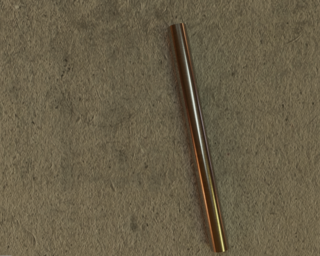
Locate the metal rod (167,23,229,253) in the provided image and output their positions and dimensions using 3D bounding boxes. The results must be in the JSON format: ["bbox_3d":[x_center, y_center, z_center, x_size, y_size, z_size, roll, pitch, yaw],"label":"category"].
[{"bbox_3d":[0.051,0.013,0.410,0.025,0.025,0.299,-11,90,0],"label":"metal rod"}]
